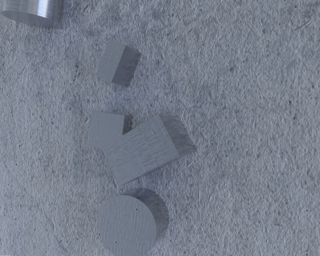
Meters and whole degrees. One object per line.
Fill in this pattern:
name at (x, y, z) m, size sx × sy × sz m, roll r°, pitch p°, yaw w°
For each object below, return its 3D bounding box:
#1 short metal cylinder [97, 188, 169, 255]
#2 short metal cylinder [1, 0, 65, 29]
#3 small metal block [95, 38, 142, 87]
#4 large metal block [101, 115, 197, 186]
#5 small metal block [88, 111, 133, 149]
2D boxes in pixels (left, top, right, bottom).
short metal cylinder at (-0.034, 0.123, 0.407) m, size 0.080 × 0.050 × 0.079 m, roll 0°, pitch 90°, yaw 19°
short metal cylinder at (-0.179, -0.179, 0.441) m, size 0.080 × 0.080 × 0.050 m, roll 9°, pitch 93°, yaw 19°
small metal block at (-0.054, -0.085, 0.414) m, size 0.025 × 0.050 × 0.050 m, roll 25°, pitch 98°, yaw 18°
large metal block at (-0.010, 0.026, 0.383) m, size 0.080 × 0.080 × 0.050 m, roll -29°, pitch 81°, yaw 17°
small metal block at (-0.069, 0.004, 0.432) m, size 0.050 × 0.025 × 0.050 m, roll 8°, pitch 93°, yaw 19°
